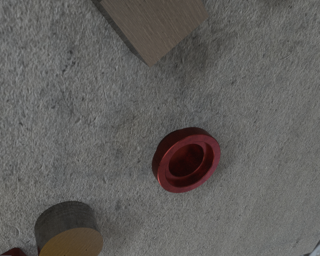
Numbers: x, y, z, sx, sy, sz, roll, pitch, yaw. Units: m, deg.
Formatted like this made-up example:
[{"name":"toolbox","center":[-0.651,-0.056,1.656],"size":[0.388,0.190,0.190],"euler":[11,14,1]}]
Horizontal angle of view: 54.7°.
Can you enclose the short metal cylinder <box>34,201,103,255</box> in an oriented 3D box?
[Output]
[{"name":"short metal cylinder","center":[-0.122,0.145,0.414],"size":[0.081,0.050,0.079],"euler":[-14,124,-21]}]

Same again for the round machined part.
[{"name":"round machined part","center":[0.033,0.041,0.439],"size":[0.099,0.042,0.097],"euler":[-14,124,-21]}]

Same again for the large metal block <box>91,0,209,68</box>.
[{"name":"large metal block","center":[-0.011,-0.122,0.309],"size":[0.080,0.050,0.080],"euler":[-41,130,0]}]

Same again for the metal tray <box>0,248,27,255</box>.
[{"name":"metal tray","center":[-0.232,0.227,0.417],"size":[0.131,0.030,0.090],"euler":[-26,128,-12]}]
